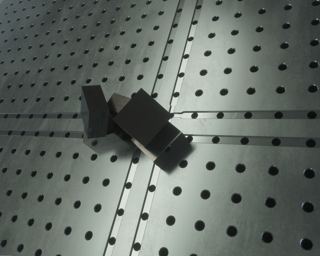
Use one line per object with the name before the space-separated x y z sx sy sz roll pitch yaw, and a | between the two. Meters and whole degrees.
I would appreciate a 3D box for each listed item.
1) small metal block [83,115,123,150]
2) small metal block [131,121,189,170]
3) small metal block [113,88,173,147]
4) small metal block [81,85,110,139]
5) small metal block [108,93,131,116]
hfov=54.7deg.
small metal block | -0.082 -0.001 0.451 0.050 0.025 0.050 -18 55 17
small metal block | 0.000 0.016 0.398 0.050 0.025 0.050 -46 51 -4
small metal block | -0.022 -0.012 0.376 0.050 0.025 0.050 42 83 -6
small metal block | -0.088 -0.022 0.414 0.025 0.050 0.050 -7 49 -22
small metal block | -0.039 -0.019 0.423 0.050 0.050 0.025 20 73 35
